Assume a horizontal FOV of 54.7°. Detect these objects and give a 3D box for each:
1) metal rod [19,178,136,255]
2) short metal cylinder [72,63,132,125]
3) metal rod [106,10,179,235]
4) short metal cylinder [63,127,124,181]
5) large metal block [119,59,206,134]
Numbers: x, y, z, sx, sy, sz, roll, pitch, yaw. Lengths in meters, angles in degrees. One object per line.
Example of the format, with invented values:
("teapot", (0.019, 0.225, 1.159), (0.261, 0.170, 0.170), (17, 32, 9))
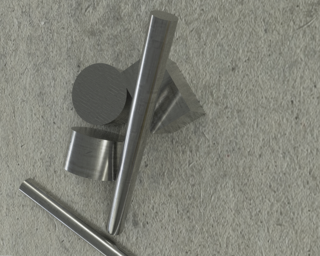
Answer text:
("metal rod", (-0.084, 0.160, 0.438), (0.300, 0.025, 0.025), (30, 100, 17))
("short metal cylinder", (-0.070, -0.044, 0.420), (0.080, 0.050, 0.079), (0, 90, 20))
("metal rod", (-0.030, 0.022, 0.349), (0.025, 0.025, 0.298), (28, 126, 17))
("short metal cylinder", (-0.082, 0.032, 0.409), (0.080, 0.080, 0.050), (16, 95, 19))
("large metal block", (0.006, -0.040, 0.377), (0.050, 0.080, 0.080), (-32, 80, 17))
